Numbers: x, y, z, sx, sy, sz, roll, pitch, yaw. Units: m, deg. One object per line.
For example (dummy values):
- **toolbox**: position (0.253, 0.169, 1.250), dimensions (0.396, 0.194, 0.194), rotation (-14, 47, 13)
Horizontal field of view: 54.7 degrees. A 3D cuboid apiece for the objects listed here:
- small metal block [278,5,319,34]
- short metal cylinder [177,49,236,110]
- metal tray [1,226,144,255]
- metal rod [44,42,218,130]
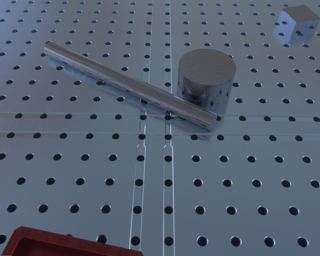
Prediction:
- **small metal block**: position (0.261, -0.204, 0.583), dimensions (0.050, 0.025, 0.050), rotation (-11, 51, -10)
- **short metal cylinder**: position (0.066, -0.071, 0.452), dimensions (0.081, 0.050, 0.080), rotation (0, 50, 0)
- **metal tray**: position (-0.086, 0.148, 0.278), dimensions (0.131, 0.030, 0.090), rotation (9, 51, 7)
- **metal rod**: position (-0.056, -0.070, 0.465), dimensions (0.301, 0.025, 0.025), rotation (26, 55, 20)
